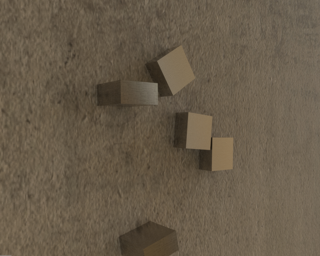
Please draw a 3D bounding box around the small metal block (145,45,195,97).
[{"bbox_3d":[0.015,-0.077,0.419,0.050,0.025,0.050,-41,115,-33],"label":"small metal block"}]

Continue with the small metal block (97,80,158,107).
[{"bbox_3d":[-0.038,-0.039,0.358,0.050,0.050,0.025,-2,91,-40],"label":"small metal block"}]

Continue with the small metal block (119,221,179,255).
[{"bbox_3d":[-0.014,0.141,0.379,0.050,0.050,0.025,-15,100,-39],"label":"small metal block"}]

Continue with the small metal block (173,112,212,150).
[{"bbox_3d":[0.048,0.005,0.448,0.050,0.025,0.050,7,86,-40],"label":"small metal block"}]

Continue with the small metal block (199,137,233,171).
[{"bbox_3d":[0.088,0.039,0.481,0.050,0.025,0.050,2,89,-40],"label":"small metal block"}]
